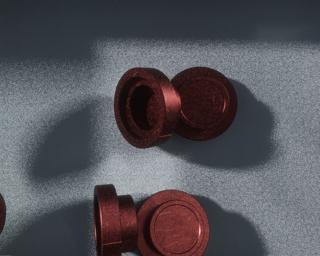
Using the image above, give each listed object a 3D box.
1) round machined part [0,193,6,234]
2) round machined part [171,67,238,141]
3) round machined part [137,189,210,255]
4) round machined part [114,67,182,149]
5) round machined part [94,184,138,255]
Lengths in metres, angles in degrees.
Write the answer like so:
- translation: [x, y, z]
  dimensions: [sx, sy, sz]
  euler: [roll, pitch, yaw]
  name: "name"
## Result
- translation: [-0.248, 0.110, 0.388]
  dimensions: [0.099, 0.042, 0.097]
  euler: [-1, 91, -24]
  name: "round machined part"
- translation: [0.053, -0.032, 0.404]
  dimensions: [0.099, 0.042, 0.097]
  euler: [0, 90, -1]
  name: "round machined part"
- translation: [0.016, 0.126, 0.387]
  dimensions: [0.099, 0.042, 0.098]
  euler: [4, 71, -12]
  name: "round machined part"
- translation: [-0.012, -0.025, 0.385]
  dimensions: [0.042, 0.098, 0.097]
  euler: [-9, 90, -42]
  name: "round machined part"
- translation: [-0.055, 0.117, 0.377]
  dimensions: [0.042, 0.098, 0.097]
  euler: [-2, 90, -17]
  name: "round machined part"
